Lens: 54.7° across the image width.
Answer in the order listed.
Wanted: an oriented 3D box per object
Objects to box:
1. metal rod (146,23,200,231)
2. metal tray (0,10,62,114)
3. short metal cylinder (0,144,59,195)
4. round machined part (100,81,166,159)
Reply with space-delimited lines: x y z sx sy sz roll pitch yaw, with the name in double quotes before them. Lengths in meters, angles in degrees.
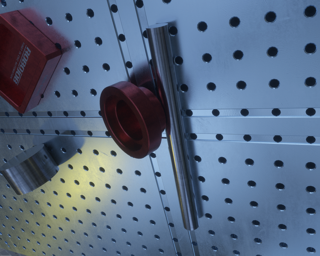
"metal rod" 0.022 0.018 0.408 0.025 0.025 0.298 3 120 26
"metal tray" -0.209 -0.093 0.457 0.090 0.030 0.129 42 129 -2
"short metal cylinder" -0.224 0.070 0.534 0.080 0.080 0.050 -14 111 33
"round machined part" -0.030 -0.014 0.392 0.098 0.042 0.097 33 139 35
